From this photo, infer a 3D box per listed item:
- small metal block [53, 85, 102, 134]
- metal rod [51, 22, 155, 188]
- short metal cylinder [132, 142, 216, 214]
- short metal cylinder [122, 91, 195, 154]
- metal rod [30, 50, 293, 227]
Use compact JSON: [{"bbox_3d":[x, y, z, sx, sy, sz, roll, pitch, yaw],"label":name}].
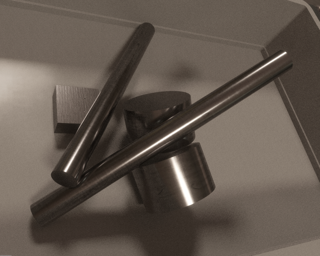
[{"bbox_3d":[-0.098,-0.021,0.366,0.050,0.025,0.050,2,61,-27],"label":"small metal block"},{"bbox_3d":[-0.053,-0.055,0.386,0.025,0.025,0.300,29,44,-11],"label":"metal rod"},{"bbox_3d":[0.014,0.053,0.340,0.081,0.080,0.050,-21,92,-36],"label":"short metal cylinder"},{"bbox_3d":[-0.001,-0.009,0.368,0.081,0.080,0.050,-25,115,-37],"label":"short metal cylinder"},{"bbox_3d":[0.010,0.005,0.318,0.301,0.025,0.025,-32,79,-8],"label":"metal rod"}]
